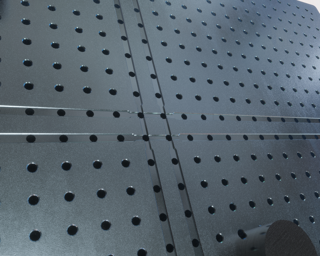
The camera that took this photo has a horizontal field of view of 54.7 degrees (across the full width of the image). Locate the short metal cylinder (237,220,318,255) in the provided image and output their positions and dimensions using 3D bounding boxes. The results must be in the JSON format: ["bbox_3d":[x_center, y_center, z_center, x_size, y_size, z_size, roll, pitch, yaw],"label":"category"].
[{"bbox_3d":[0.142,0.157,0.375,0.081,0.050,0.080,14,56,-21],"label":"short metal cylinder"}]
